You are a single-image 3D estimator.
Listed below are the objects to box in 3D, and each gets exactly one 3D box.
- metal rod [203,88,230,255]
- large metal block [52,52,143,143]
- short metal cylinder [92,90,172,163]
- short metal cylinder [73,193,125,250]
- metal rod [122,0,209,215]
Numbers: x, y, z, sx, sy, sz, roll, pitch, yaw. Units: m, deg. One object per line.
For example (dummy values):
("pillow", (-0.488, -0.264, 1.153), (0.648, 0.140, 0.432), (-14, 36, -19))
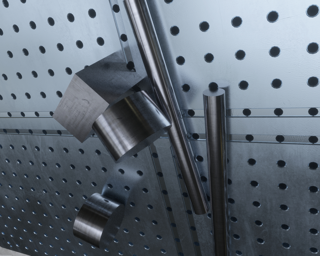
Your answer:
("metal rod", (0.080, 0.089, 0.423), (0.025, 0.025, 0.298), (6, 121, 25))
("large metal block", (-0.078, -0.039, 0.393), (0.050, 0.080, 0.080), (42, 129, -1))
("short metal cylinder", (-0.033, -0.001, 0.370), (0.080, 0.081, 0.050), (-40, 81, 39))
("short metal cylinder", (-0.102, 0.158, 0.527), (0.050, 0.080, 0.079), (20, 126, 16))
("metal rod", (0.016, -0.012, 0.395), (0.025, 0.025, 0.298), (-5, 116, 30))
